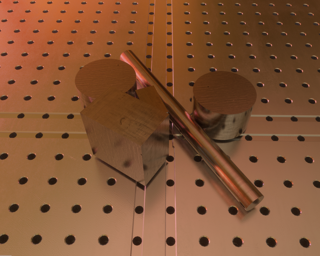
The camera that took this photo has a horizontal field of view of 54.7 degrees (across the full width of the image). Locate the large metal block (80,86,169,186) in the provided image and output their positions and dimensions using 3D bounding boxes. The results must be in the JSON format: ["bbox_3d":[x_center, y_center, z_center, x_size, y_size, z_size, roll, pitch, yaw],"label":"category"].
[{"bbox_3d":[-0.037,0.010,0.358,0.080,0.080,0.050,27,56,21],"label":"large metal block"}]

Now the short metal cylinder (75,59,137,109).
[{"bbox_3d":[-0.072,-0.051,0.429,0.081,0.050,0.080,0,50,0],"label":"short metal cylinder"}]

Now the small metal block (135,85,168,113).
[{"bbox_3d":[-0.011,-0.018,0.401,0.025,0.050,0.050,-17,52,-13],"label":"small metal block"}]

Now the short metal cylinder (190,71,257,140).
[{"bbox_3d":[0.082,-0.031,0.413,0.081,0.050,0.080,0,50,0],"label":"short metal cylinder"}]

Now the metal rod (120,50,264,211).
[{"bbox_3d":[0.025,-0.017,0.417,0.025,0.025,0.300,-25,55,-20],"label":"metal rod"}]
